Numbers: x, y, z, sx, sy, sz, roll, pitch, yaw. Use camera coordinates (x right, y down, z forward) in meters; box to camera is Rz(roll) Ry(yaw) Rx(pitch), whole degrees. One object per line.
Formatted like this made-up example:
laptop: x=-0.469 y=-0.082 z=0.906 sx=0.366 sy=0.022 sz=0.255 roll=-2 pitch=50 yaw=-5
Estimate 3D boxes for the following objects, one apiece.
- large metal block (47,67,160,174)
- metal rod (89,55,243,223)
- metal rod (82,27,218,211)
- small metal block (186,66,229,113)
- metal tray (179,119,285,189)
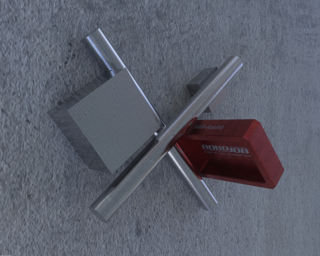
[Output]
large metal block: x=-0.059 y=-0.009 z=0.341 sx=0.080 sy=0.050 sz=0.080 roll=-44 pitch=117 yaw=-31
metal rod: x=0.025 y=-0.005 z=0.396 sx=0.301 sy=0.025 sz=0.025 roll=-47 pitch=118 yaw=-30
metal rod: x=0.000 y=0.006 z=0.408 sx=0.025 sy=0.025 sz=0.299 roll=-50 pitch=120 yaw=-29
small metal block: x=0.073 y=-0.058 z=0.469 sx=0.050 sy=0.025 sz=0.050 roll=-43 pitch=116 yaw=-32
metal tray: x=0.084 y=0.032 z=0.410 sx=0.030 sy=0.130 sz=0.090 roll=-50 pitch=120 yaw=-28
